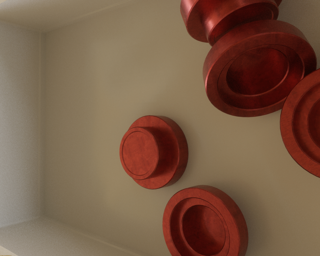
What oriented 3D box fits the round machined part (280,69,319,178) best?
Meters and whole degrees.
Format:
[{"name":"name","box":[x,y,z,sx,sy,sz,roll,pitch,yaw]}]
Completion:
[{"name":"round machined part","box":[0.159,-0.004,0.264,0.098,0.042,0.097,0,90,39]}]

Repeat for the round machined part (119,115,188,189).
[{"name":"round machined part","box":[-0.015,0.032,0.406,0.098,0.042,0.097,0,90,39]}]

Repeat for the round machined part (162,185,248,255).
[{"name":"round machined part","box":[0.054,0.113,0.350,0.098,0.042,0.097,0,90,39]}]

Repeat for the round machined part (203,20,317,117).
[{"name":"round machined part","box":[0.089,-0.058,0.294,0.098,0.098,0.042,-38,38,33]}]

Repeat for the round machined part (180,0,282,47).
[{"name":"round machined part","box":[0.072,-0.112,0.297,0.098,0.099,0.042,-31,67,35]}]
